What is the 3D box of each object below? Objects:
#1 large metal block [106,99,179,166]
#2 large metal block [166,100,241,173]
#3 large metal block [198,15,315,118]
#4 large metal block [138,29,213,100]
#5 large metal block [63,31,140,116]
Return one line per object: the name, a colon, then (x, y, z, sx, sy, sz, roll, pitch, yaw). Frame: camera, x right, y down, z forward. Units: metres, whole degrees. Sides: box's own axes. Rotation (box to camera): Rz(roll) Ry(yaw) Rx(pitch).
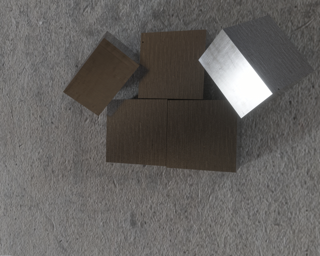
large metal block: (-0.022, 0.004, 0.403, 0.080, 0.050, 0.079, 2, 91, 19)
large metal block: (0.055, 0.008, 0.375, 0.080, 0.050, 0.079, 2, 91, 19)
large metal block: (0.104, -0.069, 0.338, 0.080, 0.081, 0.050, 56, 147, 11)
large metal block: (0.021, -0.075, 0.389, 0.080, 0.050, 0.079, 3, 91, 19)
large metal block: (-0.073, -0.073, 0.398, 0.050, 0.080, 0.080, 36, 104, -19)
